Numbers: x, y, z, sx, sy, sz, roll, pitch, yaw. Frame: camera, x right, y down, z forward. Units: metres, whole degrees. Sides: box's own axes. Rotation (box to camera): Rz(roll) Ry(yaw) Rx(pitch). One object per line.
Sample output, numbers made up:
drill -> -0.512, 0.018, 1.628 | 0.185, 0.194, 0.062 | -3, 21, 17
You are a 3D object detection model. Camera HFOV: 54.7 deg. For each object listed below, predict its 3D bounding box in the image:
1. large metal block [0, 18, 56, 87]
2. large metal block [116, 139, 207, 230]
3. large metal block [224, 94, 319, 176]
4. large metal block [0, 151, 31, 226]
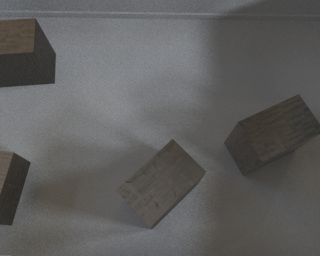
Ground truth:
large metal block -> -0.193, -0.098, 0.415 | 0.081, 0.080, 0.050 | -5, 70, -2
large metal block -> 0.002, 0.068, 0.356 | 0.080, 0.080, 0.050 | -42, 75, -14
large metal block -> 0.133, 0.012, 0.377 | 0.080, 0.080, 0.050 | -24, 72, -8
large metal block -> -0.215, 0.068, 0.370 | 0.080, 0.050, 0.080 | 8, 70, 3
